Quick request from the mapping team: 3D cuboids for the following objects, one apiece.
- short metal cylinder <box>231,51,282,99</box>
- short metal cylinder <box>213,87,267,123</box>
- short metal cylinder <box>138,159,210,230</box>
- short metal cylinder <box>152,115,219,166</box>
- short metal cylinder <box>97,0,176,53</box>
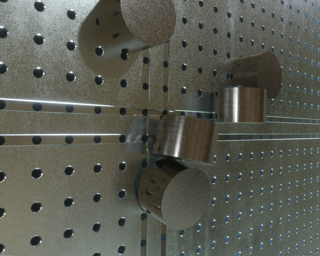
[{"bbox_3d":[0.168,-0.088,0.536,0.081,0.050,0.079,0,90,-40],"label":"short metal cylinder"},{"bbox_3d":[0.122,-0.033,0.479,0.081,0.080,0.050,1,90,-40],"label":"short metal cylinder"},{"bbox_3d":[0.019,0.084,0.403,0.081,0.050,0.079,-8,104,-36],"label":"short metal cylinder"},{"bbox_3d":[0.033,0.017,0.403,0.080,0.080,0.050,18,79,-39],"label":"short metal cylinder"},{"bbox_3d":[-0.027,-0.134,0.371,0.081,0.050,0.079,0,90,-40],"label":"short metal cylinder"}]
